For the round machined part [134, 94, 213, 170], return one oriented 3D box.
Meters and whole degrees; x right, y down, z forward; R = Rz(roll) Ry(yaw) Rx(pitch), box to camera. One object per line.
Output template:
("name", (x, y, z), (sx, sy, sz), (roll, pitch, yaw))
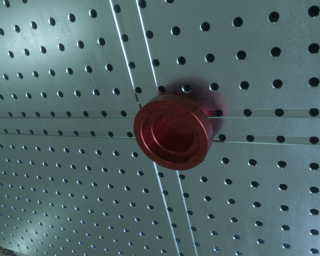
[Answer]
("round machined part", (0.020, 0.002, 0.391), (0.098, 0.042, 0.097), (13, 124, 21))
